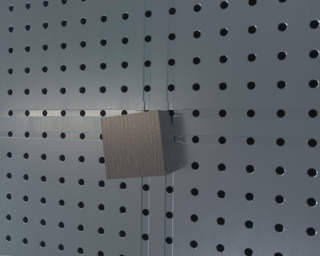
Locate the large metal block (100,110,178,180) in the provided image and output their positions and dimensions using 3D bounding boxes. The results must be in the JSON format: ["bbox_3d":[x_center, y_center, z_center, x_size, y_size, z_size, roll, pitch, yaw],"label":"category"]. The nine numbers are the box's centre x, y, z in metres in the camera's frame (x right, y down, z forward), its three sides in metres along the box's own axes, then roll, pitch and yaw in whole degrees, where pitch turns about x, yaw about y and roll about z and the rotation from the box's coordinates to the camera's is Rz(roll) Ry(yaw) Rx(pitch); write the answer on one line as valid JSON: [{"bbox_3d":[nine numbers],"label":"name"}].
[{"bbox_3d":[-0.027,0.022,0.409,0.080,0.050,0.080,-7,88,20],"label":"large metal block"}]
